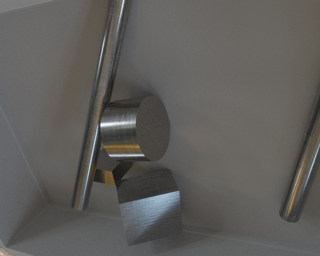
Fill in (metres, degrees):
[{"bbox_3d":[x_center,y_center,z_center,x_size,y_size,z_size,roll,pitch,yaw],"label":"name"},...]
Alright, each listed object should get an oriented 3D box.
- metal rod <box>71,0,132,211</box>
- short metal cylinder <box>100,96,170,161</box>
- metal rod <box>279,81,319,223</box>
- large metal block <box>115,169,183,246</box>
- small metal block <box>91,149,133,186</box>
[{"bbox_3d":[-0.080,-0.017,0.399,0.025,0.025,0.298,23,114,14],"label":"metal rod"},{"bbox_3d":[-0.029,0.002,0.388,0.050,0.080,0.080,-4,117,30],"label":"short metal cylinder"},{"bbox_3d":[0.165,-0.017,0.310,0.025,0.025,0.298,14,124,20],"label":"metal rod"},{"bbox_3d":[-0.015,0.114,0.445,0.081,0.050,0.079,-11,119,-9],"label":"large metal block"},{"bbox_3d":[-0.078,0.058,0.467,0.050,0.050,0.025,5,121,25],"label":"small metal block"}]
